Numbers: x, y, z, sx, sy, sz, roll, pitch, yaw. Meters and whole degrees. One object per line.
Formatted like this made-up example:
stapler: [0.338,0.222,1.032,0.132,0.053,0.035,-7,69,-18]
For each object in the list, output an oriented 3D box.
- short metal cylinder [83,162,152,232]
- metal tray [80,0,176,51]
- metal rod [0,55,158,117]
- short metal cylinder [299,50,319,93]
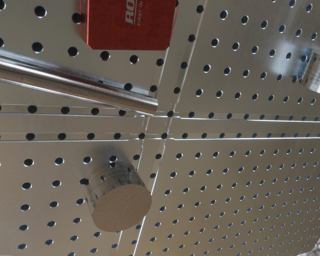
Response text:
short metal cylinder: [-0.058,0.093,0.421,0.081,0.050,0.079,-14,124,-21]
metal tray: [-0.028,-0.144,0.303,0.091,0.030,0.129,-6,121,-26]
metal rod: [-0.133,-0.052,0.305,0.302,0.025,0.025,12,112,-33]
short metal cylinder: [0.260,-0.082,0.466,0.081,0.080,0.050,-3,120,-27]
